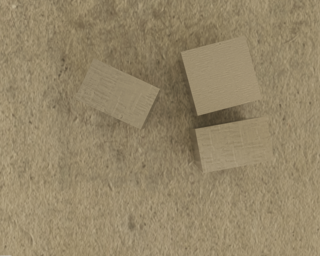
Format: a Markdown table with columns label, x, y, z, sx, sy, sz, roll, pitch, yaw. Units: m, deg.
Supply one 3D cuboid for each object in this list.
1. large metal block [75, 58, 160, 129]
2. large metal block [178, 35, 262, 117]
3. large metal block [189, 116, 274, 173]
| label | x | y | z | sx | sy | sz | roll | pitch | yaw |
| --- | --- | --- | --- | --- | --- | --- | --- | --- | --- |
| large metal block | -0.047 | -0.038 | 0.382 | 0.080 | 0.080 | 0.050 | 25 | 90 | -1 |
| large metal block | 0.074 | -0.063 | 0.398 | 0.080 | 0.050 | 0.080 | -15 | 90 | -1 |
| large metal block | 0.083 | 0.018 | 0.384 | 0.080 | 0.080 | 0.050 | -10 | 90 | 0 |
